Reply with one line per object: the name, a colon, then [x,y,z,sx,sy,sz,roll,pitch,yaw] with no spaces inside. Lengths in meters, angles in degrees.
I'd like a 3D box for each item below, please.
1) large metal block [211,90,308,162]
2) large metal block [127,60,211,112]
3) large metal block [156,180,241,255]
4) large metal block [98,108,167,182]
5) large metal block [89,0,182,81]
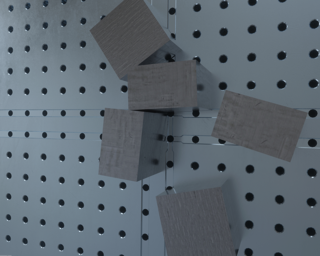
large metal block: [0.110,-0.003,0.345,0.080,0.080,0.050,19,97,19]
large metal block: [0.015,-0.047,0.378,0.080,0.080,0.050,-2,90,20]
large metal block: [0.048,0.113,0.383,0.080,0.050,0.080,-13,86,19]
large metal block: [-0.032,0.018,0.395,0.050,0.080,0.080,7,93,20]
large metal block: [-0.031,-0.117,0.411,0.080,0.050,0.080,-35,79,16]
